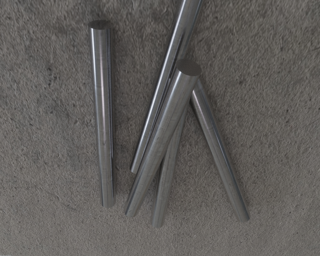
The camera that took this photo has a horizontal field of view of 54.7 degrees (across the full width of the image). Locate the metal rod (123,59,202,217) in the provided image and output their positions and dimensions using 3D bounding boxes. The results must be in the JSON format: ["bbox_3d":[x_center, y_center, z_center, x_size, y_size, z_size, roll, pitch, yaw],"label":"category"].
[{"bbox_3d":[-0.010,0.039,0.396,0.025,0.025,0.298,11,138,-9],"label":"metal rod"}]

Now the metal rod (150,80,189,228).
[{"bbox_3d":[0.009,0.060,0.443,0.025,0.025,0.298,4,135,-4],"label":"metal rod"}]

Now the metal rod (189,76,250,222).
[{"bbox_3d":[0.090,0.047,0.447,0.025,0.025,0.299,-17,128,14],"label":"metal rod"}]

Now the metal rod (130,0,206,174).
[{"bbox_3d":[0.006,-0.051,0.363,0.025,0.025,0.298,11,129,-10],"label":"metal rod"}]

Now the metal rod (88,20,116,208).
[{"bbox_3d":[-0.073,0.008,0.412,0.025,0.025,0.298,3,130,-3],"label":"metal rod"}]
